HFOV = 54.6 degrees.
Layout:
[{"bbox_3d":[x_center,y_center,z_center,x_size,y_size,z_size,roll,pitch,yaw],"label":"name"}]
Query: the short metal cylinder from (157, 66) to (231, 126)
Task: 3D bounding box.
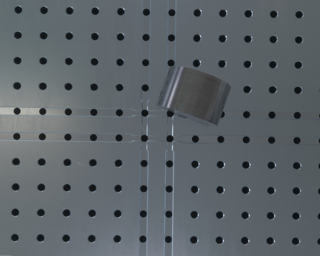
[{"bbox_3d":[0.041,-0.039,0.386,0.080,0.080,0.050,19,90,0],"label":"short metal cylinder"}]
